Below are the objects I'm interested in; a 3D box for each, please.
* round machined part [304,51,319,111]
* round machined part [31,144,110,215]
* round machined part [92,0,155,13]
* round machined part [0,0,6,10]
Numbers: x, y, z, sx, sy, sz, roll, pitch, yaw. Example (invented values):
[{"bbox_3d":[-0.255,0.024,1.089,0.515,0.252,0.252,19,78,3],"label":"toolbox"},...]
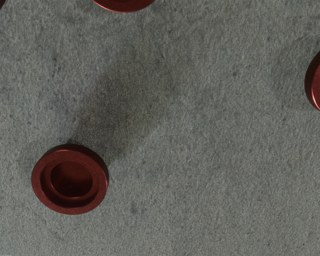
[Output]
[{"bbox_3d":[0.227,-0.062,0.381,0.099,0.042,0.097,0,110,-1],"label":"round machined part"},{"bbox_3d":[-0.118,0.066,0.423,0.099,0.042,0.097,0,110,-1],"label":"round machined part"},{"bbox_3d":[-0.039,-0.177,0.335,0.099,0.042,0.097,0,110,-1],"label":"round machined part"},{"bbox_3d":[-0.214,-0.166,0.336,0.099,0.042,0.097,0,110,-1],"label":"round machined part"}]
